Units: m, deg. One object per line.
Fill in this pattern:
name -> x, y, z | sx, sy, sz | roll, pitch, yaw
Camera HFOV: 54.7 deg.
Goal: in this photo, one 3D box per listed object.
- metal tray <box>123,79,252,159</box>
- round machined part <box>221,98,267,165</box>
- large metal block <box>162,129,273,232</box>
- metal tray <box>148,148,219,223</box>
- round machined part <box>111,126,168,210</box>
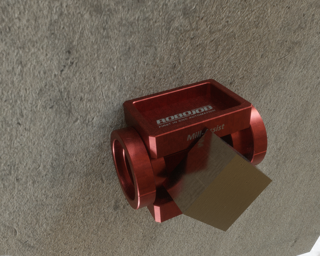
metal tray -> 0.032, -0.017, 0.376 | 0.131, 0.090, 0.030 | -17, 126, -19
round machined part -> 0.096, 0.010, 0.421 | 0.042, 0.098, 0.097 | -15, 125, -21
large metal block -> 0.064, 0.060, 0.347 | 0.080, 0.050, 0.080 | 34, 99, -39
metal tray -> 0.036, 0.067, 0.427 | 0.131, 0.090, 0.030 | -16, 125, -20
round machined part -> -0.024, 0.045, 0.377 | 0.042, 0.098, 0.097 | -15, 125, -21
